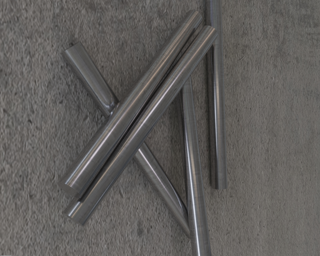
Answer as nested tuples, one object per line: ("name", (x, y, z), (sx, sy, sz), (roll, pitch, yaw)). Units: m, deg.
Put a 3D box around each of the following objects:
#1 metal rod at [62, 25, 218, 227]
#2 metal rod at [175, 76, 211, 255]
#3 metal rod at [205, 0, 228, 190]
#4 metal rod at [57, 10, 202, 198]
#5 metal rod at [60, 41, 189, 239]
("metal rod", (-0.007, -0.022, 0.365), (0.025, 0.025, 0.301), (50, 59, -28))
("metal rod", (0.044, 0.062, 0.417), (0.025, 0.025, 0.298), (-2, 84, -40))
("metal rod", (0.087, -0.056, 0.476), (0.025, 0.025, 0.298), (-4, 93, -40))
("metal rod", (-0.017, -0.051, 0.364), (0.025, 0.025, 0.301), (51, 52, -28))
("metal rod", (-0.023, 0.032, 0.385), (0.025, 0.025, 0.299), (-46, 118, -30))
